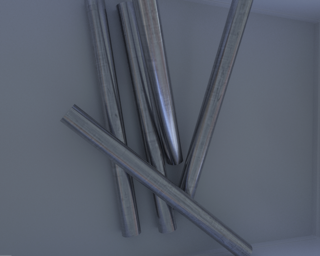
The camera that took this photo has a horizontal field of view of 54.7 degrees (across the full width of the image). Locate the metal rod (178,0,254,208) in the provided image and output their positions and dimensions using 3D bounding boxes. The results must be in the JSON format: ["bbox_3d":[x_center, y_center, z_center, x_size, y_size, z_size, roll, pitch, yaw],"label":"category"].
[{"bbox_3d":[0.067,-0.031,0.399,0.025,0.025,0.298,12,100,-20],"label":"metal rod"}]

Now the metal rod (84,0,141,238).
[{"bbox_3d":[-0.059,-0.012,0.389,0.025,0.025,0.298,-10,94,-20],"label":"metal rod"}]

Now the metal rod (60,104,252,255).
[{"bbox_3d":[0.007,0.076,0.385,0.300,0.025,0.025,40,77,-15],"label":"metal rod"}]

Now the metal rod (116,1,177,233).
[{"bbox_3d":[-0.017,-0.010,0.405,0.025,0.025,0.298,-12,94,-20],"label":"metal rod"}]

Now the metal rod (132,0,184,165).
[{"bbox_3d":[-0.005,-0.080,0.341,0.025,0.025,0.298,-24,125,-19],"label":"metal rod"}]
